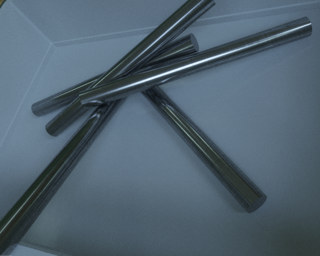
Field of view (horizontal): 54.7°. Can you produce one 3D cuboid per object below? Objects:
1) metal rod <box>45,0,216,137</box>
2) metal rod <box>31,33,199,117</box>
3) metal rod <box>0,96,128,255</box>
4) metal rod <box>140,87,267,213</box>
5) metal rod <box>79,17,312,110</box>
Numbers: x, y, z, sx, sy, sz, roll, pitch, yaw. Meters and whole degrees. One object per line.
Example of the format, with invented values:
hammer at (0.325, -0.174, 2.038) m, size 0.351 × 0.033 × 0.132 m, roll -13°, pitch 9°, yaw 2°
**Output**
metal rod at (-0.055, -0.076, 0.420) m, size 0.299 × 0.025 × 0.025 m, roll -35°, pitch 50°, yaw 24°
metal rod at (-0.083, -0.071, 0.465) m, size 0.300 × 0.025 × 0.025 m, roll -17°, pitch 55°, yaw 27°
metal rod at (-0.100, 0.029, 0.354) m, size 0.025 × 0.025 × 0.301 m, roll -8°, pitch 31°, yaw 24°
metal rod at (0.021, -0.013, 0.401) m, size 0.025 × 0.025 × 0.300 m, roll -41°, pitch 51°, yaw 0°
metal rod at (0.041, -0.082, 0.400) m, size 0.301 × 0.025 × 0.025 m, roll -18°, pitch 54°, yaw 5°
